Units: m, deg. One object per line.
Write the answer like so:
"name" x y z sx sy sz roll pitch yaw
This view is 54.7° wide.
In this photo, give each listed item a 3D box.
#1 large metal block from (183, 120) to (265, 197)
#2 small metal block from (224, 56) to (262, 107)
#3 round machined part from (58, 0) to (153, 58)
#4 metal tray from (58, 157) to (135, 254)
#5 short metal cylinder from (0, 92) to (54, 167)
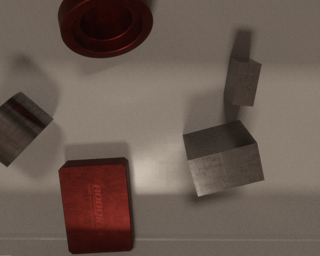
"large metal block" 0.077 0.035 0.396 0.080 0.080 0.050 -15 110 5
"small metal block" 0.099 -0.058 0.378 0.025 0.050 0.050 5 110 -2
"round machined part" -0.060 -0.123 0.337 0.098 0.098 0.042 -19 70 6
"metal tray" -0.087 0.110 0.437 0.091 0.030 0.129 -3 101 0
"short metal cylinder" -0.179 0.002 0.380 0.080 0.080 0.050 -43 105 14
